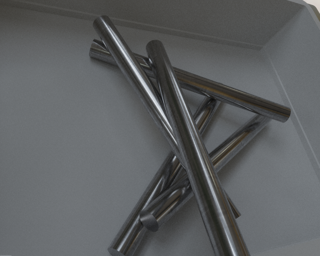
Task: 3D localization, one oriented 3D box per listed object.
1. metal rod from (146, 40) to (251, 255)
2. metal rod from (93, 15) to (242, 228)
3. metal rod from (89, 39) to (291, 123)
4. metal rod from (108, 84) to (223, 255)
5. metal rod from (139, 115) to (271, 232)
[{"bbox_3d":[0.023,-0.007,0.326,0.025,0.025,0.300,9,41,-24],"label":"metal rod"},{"bbox_3d":[-0.002,-0.022,0.370,0.025,0.025,0.299,-19,67,-36],"label":"metal rod"},{"bbox_3d":[0.049,-0.065,0.447,0.302,0.025,0.025,18,54,-9],"label":"metal rod"},{"bbox_3d":[0.027,0.032,0.402,0.025,0.025,0.301,38,51,-3],"label":"metal rod"},{"bbox_3d":[0.083,0.036,0.413,0.302,0.025,0.025,-31,80,-43],"label":"metal rod"}]
